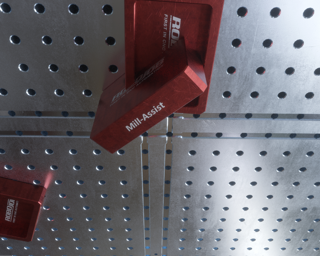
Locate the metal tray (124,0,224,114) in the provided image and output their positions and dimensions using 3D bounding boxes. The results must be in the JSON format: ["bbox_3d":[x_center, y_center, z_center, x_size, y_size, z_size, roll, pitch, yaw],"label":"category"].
[{"bbox_3d":[0.010,-0.078,0.325,0.090,0.030,0.129,4,126,0],"label":"metal tray"}]

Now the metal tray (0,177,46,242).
[{"bbox_3d":[-0.252,0.140,0.525,0.091,0.030,0.129,17,128,-14],"label":"metal tray"}]

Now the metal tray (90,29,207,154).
[{"bbox_3d":[-0.015,-0.039,0.334,0.130,0.090,0.030,-34,122,25],"label":"metal tray"}]
